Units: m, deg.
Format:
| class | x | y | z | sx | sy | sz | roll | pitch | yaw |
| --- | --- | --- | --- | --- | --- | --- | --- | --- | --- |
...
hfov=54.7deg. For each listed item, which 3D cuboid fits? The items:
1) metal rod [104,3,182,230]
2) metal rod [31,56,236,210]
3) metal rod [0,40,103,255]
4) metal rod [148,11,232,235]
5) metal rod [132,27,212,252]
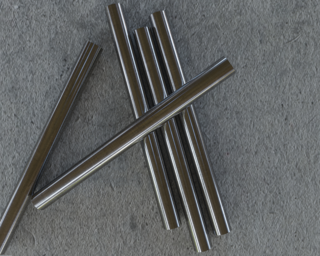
| class | x | y | z | sx | sy | sz | roll | pitch | yaw |
| --- | --- | --- | --- | --- | --- | --- | --- | --- | --- |
| metal rod | -0.022 | -0.015 | 0.409 | 0.025 | 0.025 | 0.298 | -15 | 90 | 0 |
| metal rod | -0.039 | 0.012 | 0.386 | 0.300 | 0.025 | 0.025 | -35 | 90 | 9 |
| metal rod | -0.151 | 0.025 | 0.408 | 0.025 | 0.025 | 0.299 | 26 | 90 | 0 |
| metal rod | 0.040 | -0.006 | 0.410 | 0.025 | 0.025 | 0.298 | -17 | 90 | 0 |
| metal rod | 0.016 | 0.015 | 0.409 | 0.025 | 0.025 | 0.298 | -16 | 90 | 0 |
